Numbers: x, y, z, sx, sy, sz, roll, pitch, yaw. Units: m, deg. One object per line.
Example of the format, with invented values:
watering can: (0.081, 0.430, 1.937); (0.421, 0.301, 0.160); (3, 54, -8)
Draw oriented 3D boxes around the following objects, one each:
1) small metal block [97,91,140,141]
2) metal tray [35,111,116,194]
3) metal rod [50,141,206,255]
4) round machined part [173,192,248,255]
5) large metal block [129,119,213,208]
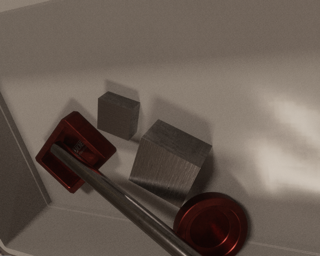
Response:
small metal block: (-0.058, -0.017, 0.427); (0.050, 0.025, 0.050); (20, 126, 15)
metal tray: (-0.140, 0.043, 0.503); (0.090, 0.030, 0.129); (45, 129, -3)
metal rod: (-0.052, 0.100, 0.425); (0.300, 0.025, 0.025); (31, 130, 29)
round machined part: (0.065, 0.133, 0.423); (0.099, 0.042, 0.097); (-2, 100, -12)
large metal block: (0.013, 0.047, 0.414); (0.080, 0.050, 0.079); (27, 128, 11)
